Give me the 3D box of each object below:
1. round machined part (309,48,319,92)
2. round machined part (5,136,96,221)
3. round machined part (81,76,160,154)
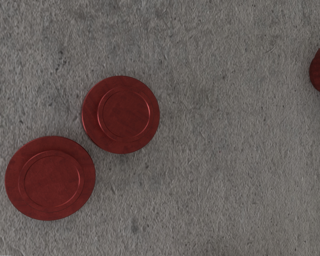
[{"bbox_3d":[0.285,-0.092,0.505,0.099,0.042,0.097,0,90,-20],"label":"round machined part"},{"bbox_3d":[-0.123,0.058,0.355,0.099,0.042,0.097,0,90,-20],"label":"round machined part"},{"bbox_3d":[-0.046,-0.016,0.383,0.099,0.042,0.097,0,90,-20],"label":"round machined part"}]
